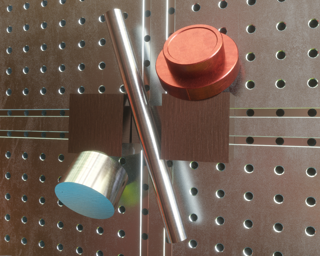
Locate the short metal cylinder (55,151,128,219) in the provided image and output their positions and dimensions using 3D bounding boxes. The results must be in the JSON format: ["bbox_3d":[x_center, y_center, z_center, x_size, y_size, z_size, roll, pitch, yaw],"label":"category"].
[{"bbox_3d":[-0.088,0.076,0.408,0.080,0.050,0.080,11,136,11],"label":"short metal cylinder"}]

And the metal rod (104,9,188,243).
[{"bbox_3d":[-0.020,-0.007,0.392,0.025,0.025,0.299,-18,84,19],"label":"metal rod"}]

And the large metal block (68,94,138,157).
[{"bbox_3d":[-0.076,-0.005,0.427,0.080,0.050,0.079,2,91,20],"label":"large metal block"}]

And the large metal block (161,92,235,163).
[{"bbox_3d":[0.048,-0.001,0.383,0.080,0.050,0.079,1,90,20],"label":"large metal block"}]

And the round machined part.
[{"bbox_3d":[0.041,-0.083,0.363,0.098,0.042,0.098,-9,53,12],"label":"round machined part"}]

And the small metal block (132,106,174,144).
[{"bbox_3d":[-0.009,-0.004,0.416,0.050,0.025,0.050,1,90,20],"label":"small metal block"}]
